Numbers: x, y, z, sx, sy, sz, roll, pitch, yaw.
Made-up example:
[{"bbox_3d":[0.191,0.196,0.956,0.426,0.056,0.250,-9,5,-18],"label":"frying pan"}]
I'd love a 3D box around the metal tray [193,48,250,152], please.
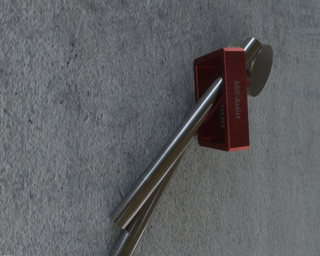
[{"bbox_3d":[0.082,-0.037,0.427,0.030,0.090,0.129,-5,94,-19],"label":"metal tray"}]

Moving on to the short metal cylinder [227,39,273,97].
[{"bbox_3d":[0.134,-0.094,0.483,0.081,0.050,0.079,-32,133,-41],"label":"short metal cylinder"}]

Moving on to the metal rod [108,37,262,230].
[{"bbox_3d":[0.040,-0.003,0.398,0.300,0.025,0.025,-52,121,-13],"label":"metal rod"}]

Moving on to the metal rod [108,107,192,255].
[{"bbox_3d":[-0.016,0.097,0.390,0.025,0.025,0.300,44,63,-31],"label":"metal rod"}]
